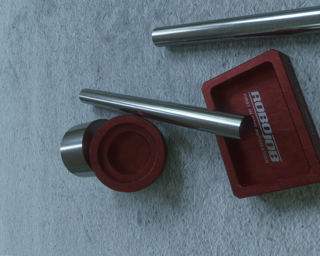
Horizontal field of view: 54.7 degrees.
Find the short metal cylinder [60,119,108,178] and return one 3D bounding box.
[{"bbox_3d":[-0.094,0.030,0.447,0.050,0.081,0.080,-12,83,39],"label":"short metal cylinder"}]

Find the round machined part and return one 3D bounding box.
[{"bbox_3d":[-0.038,0.033,0.407,0.098,0.042,0.097,-1,84,10],"label":"round machined part"}]

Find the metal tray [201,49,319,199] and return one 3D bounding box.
[{"bbox_3d":[0.103,-0.002,0.316,0.090,0.030,0.129,-24,75,37],"label":"metal tray"}]

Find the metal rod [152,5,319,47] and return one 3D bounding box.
[{"bbox_3d":[0.113,-0.104,0.311,0.300,0.025,0.025,8,95,39],"label":"metal rod"}]

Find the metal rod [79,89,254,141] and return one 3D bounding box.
[{"bbox_3d":[-0.020,-0.026,0.397,0.300,0.025,0.025,15,100,46],"label":"metal rod"}]
